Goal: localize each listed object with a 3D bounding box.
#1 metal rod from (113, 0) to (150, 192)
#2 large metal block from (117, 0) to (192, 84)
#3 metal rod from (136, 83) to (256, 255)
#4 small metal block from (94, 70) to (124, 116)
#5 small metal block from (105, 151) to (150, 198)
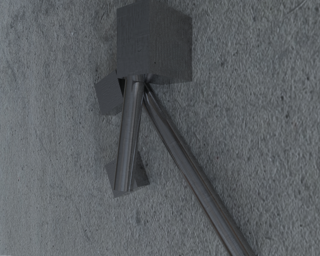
[{"bbox_3d":[-0.031,-0.071,0.399,0.025,0.025,0.298,0,81,39],"label":"metal rod"},{"bbox_3d":[-0.005,-0.098,0.371,0.050,0.081,0.079,0,90,40],"label":"large metal block"},{"bbox_3d":[0.024,0.028,0.383,0.025,0.025,0.299,-45,64,30],"label":"metal rod"},{"bbox_3d":[-0.067,-0.051,0.458,0.050,0.025,0.050,-26,74,36],"label":"small metal block"},{"bbox_3d":[-0.047,0.067,0.442,0.050,0.025,0.050,-31,71,35],"label":"small metal block"}]
